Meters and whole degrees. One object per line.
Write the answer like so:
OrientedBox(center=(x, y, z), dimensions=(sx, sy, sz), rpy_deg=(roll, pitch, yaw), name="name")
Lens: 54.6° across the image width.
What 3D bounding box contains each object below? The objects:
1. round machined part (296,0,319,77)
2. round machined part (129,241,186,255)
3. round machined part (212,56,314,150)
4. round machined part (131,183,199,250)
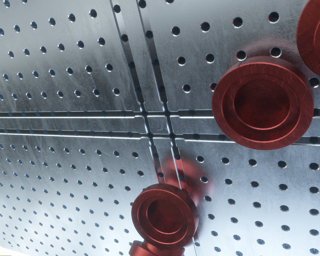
OrientedBox(center=(0.168, -0.081, 0.261), dimensions=(0.098, 0.042, 0.097), rpy_deg=(13, 124, 21), name="round machined part")
OrientedBox(center=(0.002, 0.203, 0.504), dimensions=(0.098, 0.042, 0.098), rpy_deg=(22, 166, 6), name="round machined part")
OrientedBox(center=(0.108, -0.028, 0.326), dimensions=(0.098, 0.042, 0.097), rpy_deg=(13, 124, 21), name="round machined part")
OrientedBox(center=(0.010, 0.128, 0.464), dimensions=(0.098, 0.042, 0.097), rpy_deg=(6, 107, 19), name="round machined part")
